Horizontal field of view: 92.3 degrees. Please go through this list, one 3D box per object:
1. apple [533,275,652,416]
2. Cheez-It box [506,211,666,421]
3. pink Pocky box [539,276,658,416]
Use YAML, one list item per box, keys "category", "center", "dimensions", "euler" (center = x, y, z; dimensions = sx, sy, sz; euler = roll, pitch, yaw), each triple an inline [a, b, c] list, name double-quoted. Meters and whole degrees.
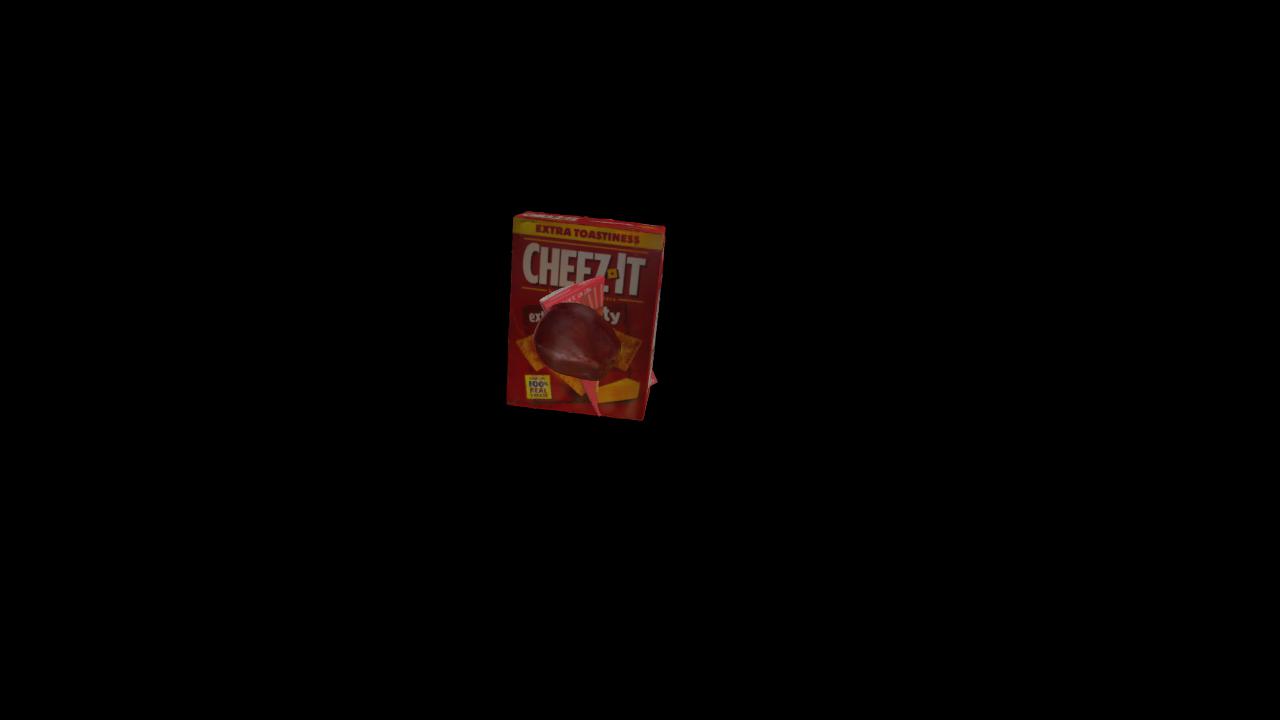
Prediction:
- category: "apple"
  center: [-0.067, -0.021, 0.646]
  dimensions: [0.093, 0.079, 0.079]
  euler: [27, 4, 8]
- category: "Cheez-It box"
  center: [-0.062, -0.049, 0.708]
  dimensions: [0.166, 0.223, 0.071]
  euler: [7, 19, 2]
- category: "pink Pocky box"
  center: [-0.044, -0.019, 0.696]
  dimensions: [0.084, 0.155, 0.029]
  euler: [-29, 29, -12]
